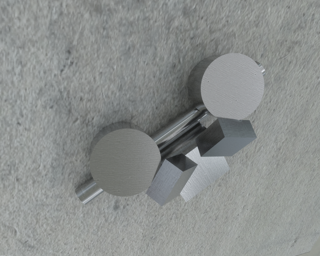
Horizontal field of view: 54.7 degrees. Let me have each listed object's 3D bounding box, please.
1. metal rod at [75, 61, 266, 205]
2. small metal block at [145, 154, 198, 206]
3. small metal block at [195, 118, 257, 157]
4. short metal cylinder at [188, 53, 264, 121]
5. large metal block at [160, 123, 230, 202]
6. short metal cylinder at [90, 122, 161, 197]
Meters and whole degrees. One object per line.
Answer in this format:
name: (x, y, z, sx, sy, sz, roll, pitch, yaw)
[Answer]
metal rod: (0.018, 0.004, 0.421, 0.301, 0.025, 0.025, -36, 129, -5)
small metal block: (0.015, 0.061, 0.376, 0.050, 0.025, 0.050, -61, 159, 16)
small metal block: (0.080, 0.013, 0.381, 0.050, 0.025, 0.050, 2, 148, -30)
short metal cylinder: (0.081, -0.051, 0.387, 0.081, 0.050, 0.079, -2, 100, -12)
large metal block: (0.043, 0.046, 0.444, 0.080, 0.050, 0.080, -36, 130, -5)
short metal cylinder: (-0.043, 0.036, 0.374, 0.081, 0.050, 0.079, -2, 100, -13)
